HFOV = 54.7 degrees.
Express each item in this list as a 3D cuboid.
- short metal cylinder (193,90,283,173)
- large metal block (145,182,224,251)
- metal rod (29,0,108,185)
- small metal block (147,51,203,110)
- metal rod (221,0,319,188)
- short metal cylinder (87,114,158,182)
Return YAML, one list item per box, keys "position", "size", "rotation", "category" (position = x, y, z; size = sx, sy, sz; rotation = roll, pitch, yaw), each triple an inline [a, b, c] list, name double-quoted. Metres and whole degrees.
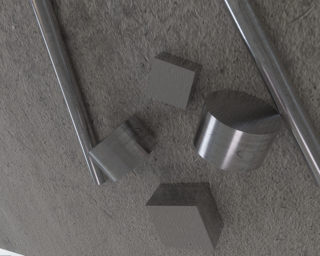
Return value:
- position: [0.081, 0.002, 0.330]
  size: [0.080, 0.080, 0.050]
  rotation: [23, 127, 14]
  category: "short metal cylinder"
- position: [0.037, 0.127, 0.450]
  size: [0.080, 0.050, 0.080]
  rotation: [-9, 114, 32]
  category: "large metal block"
- position: [-0.125, -0.045, 0.444]
  size: [0.025, 0.025, 0.298]
  rotation: [3, 120, 27]
  category: "metal rod"
- position: [0.017, -0.056, 0.364]
  size: [0.050, 0.025, 0.050]
  rotation: [23, 127, 14]
  category: "small metal block"
- position: [0.109, -0.064, 0.309]
  size: [0.025, 0.025, 0.299]
  rotation: [-22, 107, 36]
  category: "metal rod"
- position: [-0.050, 0.026, 0.414]
  size: [0.050, 0.080, 0.080]
  rotation: [49, 129, -7]
  category: "short metal cylinder"
